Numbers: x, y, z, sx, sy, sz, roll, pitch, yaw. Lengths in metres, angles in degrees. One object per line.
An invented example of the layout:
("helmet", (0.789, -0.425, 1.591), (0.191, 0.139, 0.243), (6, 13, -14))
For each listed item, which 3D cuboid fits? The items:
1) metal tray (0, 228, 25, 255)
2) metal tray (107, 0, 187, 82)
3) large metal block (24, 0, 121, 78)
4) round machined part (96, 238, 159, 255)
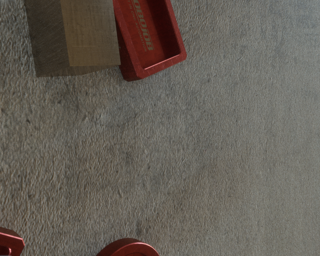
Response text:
("metal tray", (-0.184, 0.139, 0.248), (0.090, 0.030, 0.130), (35, 68, -35))
("metal tray", (-0.023, -0.133, 0.382), (0.091, 0.030, 0.129), (-31, 110, -36))
("large metal block", (-0.086, -0.094, 0.298), (0.050, 0.080, 0.079), (-12, 98, -40))
("round machined part", (-0.047, 0.176, 0.357), (0.099, 0.042, 0.097), (0, 90, -40))
